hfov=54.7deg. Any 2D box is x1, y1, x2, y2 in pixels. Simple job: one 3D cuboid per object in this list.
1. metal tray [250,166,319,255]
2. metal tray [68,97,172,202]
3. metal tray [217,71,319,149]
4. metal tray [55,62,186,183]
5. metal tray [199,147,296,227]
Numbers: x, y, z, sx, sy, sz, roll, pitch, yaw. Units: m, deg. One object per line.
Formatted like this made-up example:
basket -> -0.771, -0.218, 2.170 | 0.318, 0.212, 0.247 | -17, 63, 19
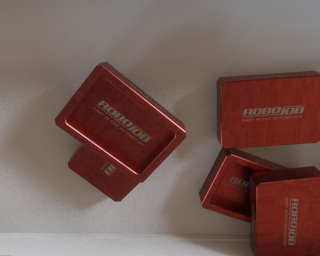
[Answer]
metal tray -> 0.173, 0.120, 0.423 | 0.091, 0.030, 0.129 | -6, 111, 1
metal tray -> -0.048, 0.028, 0.418 | 0.090, 0.030, 0.130 | 41, 105, -14
metal tray -> 0.142, -0.023, 0.402 | 0.131, 0.030, 0.089 | -4, 110, 1
metal tray -> -0.045, -0.004, 0.373 | 0.130, 0.030, 0.090 | 38, 105, -13
metal tray -> 0.133, 0.089, 0.443 | 0.131, 0.030, 0.089 | 20, 109, -8
